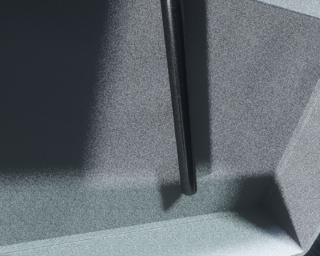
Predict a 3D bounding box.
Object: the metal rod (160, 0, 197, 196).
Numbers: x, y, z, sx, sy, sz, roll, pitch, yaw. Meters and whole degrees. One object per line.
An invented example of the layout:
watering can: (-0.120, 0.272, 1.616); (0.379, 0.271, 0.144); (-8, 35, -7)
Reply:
metal rod: (0.029, -0.023, 0.409); (0.025, 0.025, 0.298); (-20, 126, -17)
